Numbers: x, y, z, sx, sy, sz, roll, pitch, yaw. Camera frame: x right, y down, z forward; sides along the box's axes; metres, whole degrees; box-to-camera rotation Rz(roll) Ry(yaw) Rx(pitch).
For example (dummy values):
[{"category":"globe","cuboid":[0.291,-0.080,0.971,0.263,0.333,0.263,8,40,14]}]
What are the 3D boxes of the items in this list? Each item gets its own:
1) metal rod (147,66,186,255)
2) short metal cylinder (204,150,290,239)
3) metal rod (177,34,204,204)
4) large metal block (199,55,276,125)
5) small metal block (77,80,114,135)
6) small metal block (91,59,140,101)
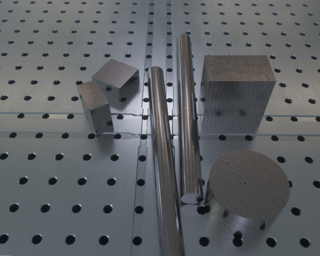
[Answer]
[{"category":"metal rod","cuboid":[0.003,0.029,0.383,0.025,0.025,0.300,-3,50,-3]},{"category":"short metal cylinder","cuboid":[0.090,0.070,0.333,0.081,0.050,0.080,0,50,0]},{"category":"metal rod","cuboid":[0.038,-0.037,0.438,0.025,0.025,0.300,1,50,1]},{"category":"large metal block","cuboid":[0.098,-0.049,0.414,0.081,0.080,0.050,0,50,0]},{"category":"small metal block","cuboid":[-0.086,-0.027,0.414,0.025,0.050,0.050,-22,54,-18]},{"category":"small metal block","cuboid":[-0.066,-0.074,0.469,0.050,0.025,0.050,24,54,18]}]
